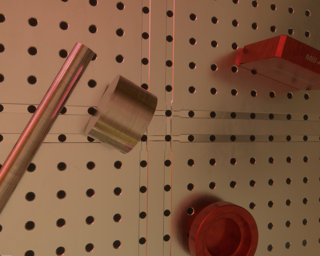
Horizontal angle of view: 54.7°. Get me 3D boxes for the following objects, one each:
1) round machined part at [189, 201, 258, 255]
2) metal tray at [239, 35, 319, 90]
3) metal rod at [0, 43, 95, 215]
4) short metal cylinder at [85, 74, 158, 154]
[{"bbox_3d":[0.085,0.152,0.435,0.099,0.042,0.097,0,90,-20],"label":"round machined part"},{"bbox_3d":[0.194,-0.089,0.448,0.131,0.090,0.030,16,89,-19],"label":"metal tray"},{"bbox_3d":[-0.159,0.034,0.353,0.025,0.025,0.299,31,80,-18],"label":"metal rod"},{"bbox_3d":[-0.046,-0.016,0.366,0.050,0.080,0.080,29,81,-18],"label":"short metal cylinder"}]
